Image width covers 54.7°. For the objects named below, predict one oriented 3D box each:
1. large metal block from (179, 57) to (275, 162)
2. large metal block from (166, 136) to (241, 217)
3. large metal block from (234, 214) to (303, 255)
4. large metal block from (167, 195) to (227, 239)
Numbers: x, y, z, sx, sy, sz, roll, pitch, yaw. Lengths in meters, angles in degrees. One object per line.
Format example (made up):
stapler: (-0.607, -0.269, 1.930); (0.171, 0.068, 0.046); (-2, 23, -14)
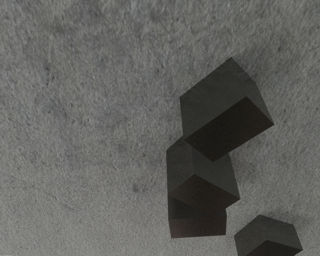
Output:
large metal block: (0.071, -0.021, 0.354); (0.080, 0.080, 0.050); (-37, 121, 27)
large metal block: (0.056, 0.062, 0.425); (0.080, 0.080, 0.050); (31, 123, -24)
large metal block: (0.199, 0.213, 0.575); (0.080, 0.050, 0.079); (20, 127, -17)
large metal block: (0.054, 0.116, 0.471); (0.080, 0.080, 0.050); (-5, 130, 3)
